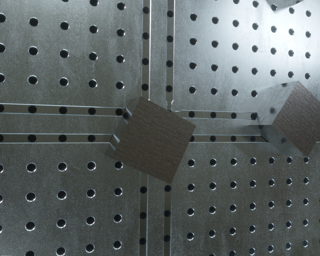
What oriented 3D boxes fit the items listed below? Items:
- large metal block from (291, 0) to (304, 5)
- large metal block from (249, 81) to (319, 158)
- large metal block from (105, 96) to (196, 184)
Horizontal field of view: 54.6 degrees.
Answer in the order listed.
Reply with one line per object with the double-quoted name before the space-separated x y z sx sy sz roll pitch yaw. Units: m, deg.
"large metal block" 0.230 -0.257 0.483 0.080 0.050 0.080 -45 104 -15
"large metal block" 0.199 -0.013 0.472 0.080 0.050 0.080 38 78 -16
"large metal block" -0.013 0.015 0.394 0.080 0.050 0.080 27 81 -18
